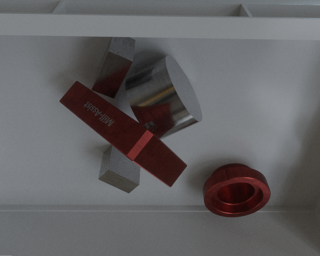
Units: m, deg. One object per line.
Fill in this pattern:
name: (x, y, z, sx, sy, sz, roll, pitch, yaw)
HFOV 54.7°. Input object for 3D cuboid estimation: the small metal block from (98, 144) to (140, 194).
small metal block: (-0.056, 0.058, 0.441, 0.050, 0.050, 0.025, 31, 123, -24)

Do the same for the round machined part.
round machined part: (0.115, 0.092, 0.479, 0.099, 0.042, 0.097, -1, 130, 0)

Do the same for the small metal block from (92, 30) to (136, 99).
small metal block: (-0.049, -0.069, 0.334, 0.025, 0.050, 0.050, 21, 127, -17)

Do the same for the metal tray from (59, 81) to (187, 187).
metal tray: (-0.040, 0.006, 0.335, 0.030, 0.130, 0.090, -52, 143, -6)

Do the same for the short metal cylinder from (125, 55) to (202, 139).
short metal cylinder: (0.006, -0.033, 0.345, 0.050, 0.080, 0.080, -26, 126, 20)
